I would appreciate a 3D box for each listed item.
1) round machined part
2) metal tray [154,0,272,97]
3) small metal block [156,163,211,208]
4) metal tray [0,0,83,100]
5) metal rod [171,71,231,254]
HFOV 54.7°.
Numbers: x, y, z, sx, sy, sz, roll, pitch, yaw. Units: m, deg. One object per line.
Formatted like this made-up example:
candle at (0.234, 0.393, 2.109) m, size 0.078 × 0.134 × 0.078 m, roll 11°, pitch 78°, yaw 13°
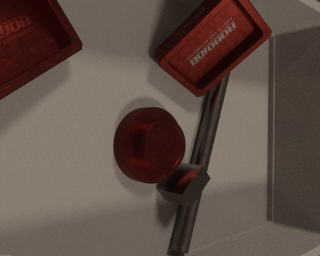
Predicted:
round machined part at (-0.006, 0.022, 0.393) m, size 0.099 × 0.042 × 0.097 m, roll 0°, pitch 90°, yaw -40°
metal tray at (0.069, -0.111, 0.408) m, size 0.090 × 0.130 × 0.030 m, roll 34°, pitch 24°, yaw -36°
small metal block at (0.032, 0.075, 0.419) m, size 0.050 × 0.050 × 0.025 m, roll -49°, pitch 120°, yaw -29°
metal tray at (-0.141, -0.081, 0.271) m, size 0.131 × 0.030 × 0.090 m, roll -49°, pitch 120°, yaw -40°
metal rod at (0.066, 0.030, 0.464) m, size 0.025 × 0.025 × 0.299 m, roll 25°, pitch 74°, yaw -38°
